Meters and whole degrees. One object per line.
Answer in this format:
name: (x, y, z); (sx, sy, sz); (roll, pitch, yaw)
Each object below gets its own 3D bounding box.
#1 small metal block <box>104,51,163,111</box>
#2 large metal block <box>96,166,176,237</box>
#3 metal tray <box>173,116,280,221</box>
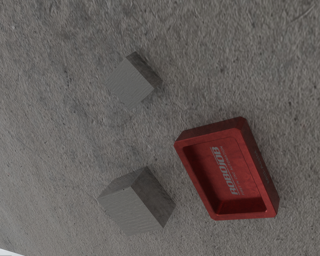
small metal block: (-0.033, -0.058, 0.388); (0.050, 0.025, 0.050); (47, 129, -5)
large metal block: (-0.036, 0.115, 0.481); (0.080, 0.050, 0.080); (-27, 104, 37)
metal tray: (0.085, 0.057, 0.393); (0.090, 0.030, 0.130); (-16, 111, 34)
